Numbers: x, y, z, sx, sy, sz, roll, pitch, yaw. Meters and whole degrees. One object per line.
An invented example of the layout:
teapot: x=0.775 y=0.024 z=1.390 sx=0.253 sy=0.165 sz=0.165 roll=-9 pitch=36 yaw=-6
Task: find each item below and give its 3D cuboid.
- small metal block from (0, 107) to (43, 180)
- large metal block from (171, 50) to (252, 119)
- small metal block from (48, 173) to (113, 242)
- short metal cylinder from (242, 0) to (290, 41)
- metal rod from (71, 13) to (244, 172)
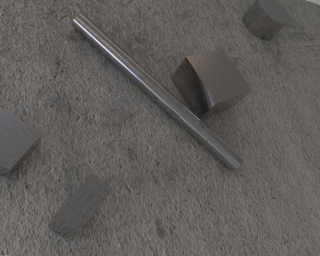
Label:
small metal block: x=-0.157 y=0.015 z=0.311 sx=0.050 sy=0.025 sz=0.050 roll=34 pitch=51 yaw=-6
large metal block: x=0.077 y=-0.066 z=0.470 sx=0.081 sy=0.050 sz=0.080 roll=-20 pitch=73 yaw=-36
small metal block: x=-0.077 y=0.077 z=0.299 sx=0.025 sy=0.050 sz=0.050 roll=40 pitch=51 yaw=-1
short metal cylinder: x=0.221 y=-0.230 z=0.647 sx=0.081 sy=0.050 sz=0.080 roll=14 pitch=56 yaw=-21
metal rod: x=-0.004 y=-0.050 z=0.431 sx=0.300 sy=0.025 sz=0.025 roll=42 pitch=51 yaw=1
